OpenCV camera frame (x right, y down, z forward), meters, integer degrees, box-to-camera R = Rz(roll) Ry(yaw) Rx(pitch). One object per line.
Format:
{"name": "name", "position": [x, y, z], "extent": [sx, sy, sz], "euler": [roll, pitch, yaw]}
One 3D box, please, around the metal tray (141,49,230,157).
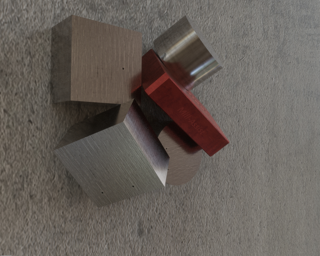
{"name": "metal tray", "position": [0.027, -0.031, 0.388], "extent": [0.030, 0.090, 0.130], "euler": [-40, 122, 12]}

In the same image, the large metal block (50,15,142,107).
{"name": "large metal block", "position": [-0.067, -0.065, 0.331], "extent": [0.081, 0.050, 0.080], "euler": [1, 90, -40]}

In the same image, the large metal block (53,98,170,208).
{"name": "large metal block", "position": [-0.046, 0.027, 0.323], "extent": [0.080, 0.080, 0.050], "euler": [60, 21, -23]}

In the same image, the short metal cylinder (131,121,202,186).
{"name": "short metal cylinder", "position": [0.008, 0.030, 0.398], "extent": [0.081, 0.050, 0.080], "euler": [0, 90, -40]}

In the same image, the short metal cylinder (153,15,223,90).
{"name": "short metal cylinder", "position": [0.037, -0.095, 0.394], "extent": [0.080, 0.050, 0.080], "euler": [46, 22, -24]}
